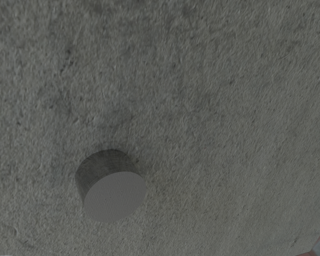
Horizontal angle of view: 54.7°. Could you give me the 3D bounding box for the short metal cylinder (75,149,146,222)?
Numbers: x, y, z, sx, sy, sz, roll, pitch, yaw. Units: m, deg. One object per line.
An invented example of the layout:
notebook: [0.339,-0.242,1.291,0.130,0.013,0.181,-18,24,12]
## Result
short metal cylinder: [-0.065,0.075,0.403,0.081,0.050,0.079,-14,125,-21]
